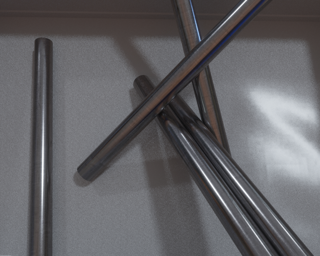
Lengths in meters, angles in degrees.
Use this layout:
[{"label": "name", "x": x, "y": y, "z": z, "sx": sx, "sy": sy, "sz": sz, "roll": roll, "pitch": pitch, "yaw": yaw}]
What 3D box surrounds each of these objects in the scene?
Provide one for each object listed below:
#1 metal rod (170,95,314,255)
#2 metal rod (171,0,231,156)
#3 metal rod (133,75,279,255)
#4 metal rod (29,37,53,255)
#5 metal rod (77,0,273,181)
[{"label": "metal rod", "x": 0.070, "y": 0.043, "z": 0.328, "sx": 0.025, "sy": 0.025, "sz": 0.300, "roll": -25, "pitch": 47, "yaw": -9}, {"label": "metal rod", "x": 0.044, "y": -0.083, "z": 0.376, "sx": 0.025, "sy": 0.025, "sz": 0.298, "roll": -16, "pitch": 96, "yaw": -6}, {"label": "metal rod", "x": 0.035, "y": 0.031, "z": 0.336, "sx": 0.025, "sy": 0.025, "sz": 0.300, "roll": -25, "pitch": 48, "yaw": -9}, {"label": "metal rod", "x": -0.153, "y": 0.015, "z": 0.402, "sx": 0.025, "sy": 0.025, "sz": 0.299, "roll": -6, "pitch": 70, "yaw": -3}, {"label": "metal rod", "x": 0.010, "y": -0.045, "z": 0.360, "sx": 0.299, "sy": 0.025, "sz": 0.025, "roll": -45, "pitch": 75, "yaw": 12}]
